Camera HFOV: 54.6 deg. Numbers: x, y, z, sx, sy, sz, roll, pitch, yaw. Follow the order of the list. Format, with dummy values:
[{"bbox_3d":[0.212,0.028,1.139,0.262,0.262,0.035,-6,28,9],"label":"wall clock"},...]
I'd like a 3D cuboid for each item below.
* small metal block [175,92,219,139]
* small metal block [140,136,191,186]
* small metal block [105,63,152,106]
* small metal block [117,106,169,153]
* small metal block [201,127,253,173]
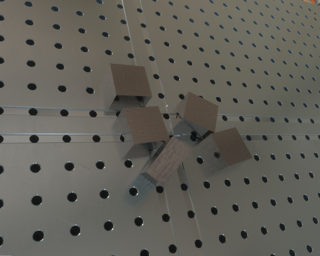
[{"bbox_3d":[0.054,-0.017,0.447,0.050,0.025,0.050,24,53,-13],"label":"small metal block"},{"bbox_3d":[0.005,0.040,0.360,0.025,0.050,0.050,39,75,-3],"label":"small metal block"},{"bbox_3d":[-0.043,-0.058,0.420,0.050,0.025,0.050,-1,62,-28],"label":"small metal block"},{"bbox_3d":[-0.021,0.001,0.396,0.050,0.025,0.050,-6,64,-31],"label":"small metal block"},{"bbox_3d":[0.095,0.031,0.440,0.050,0.025,0.050,-13,69,-33],"label":"small metal block"}]
